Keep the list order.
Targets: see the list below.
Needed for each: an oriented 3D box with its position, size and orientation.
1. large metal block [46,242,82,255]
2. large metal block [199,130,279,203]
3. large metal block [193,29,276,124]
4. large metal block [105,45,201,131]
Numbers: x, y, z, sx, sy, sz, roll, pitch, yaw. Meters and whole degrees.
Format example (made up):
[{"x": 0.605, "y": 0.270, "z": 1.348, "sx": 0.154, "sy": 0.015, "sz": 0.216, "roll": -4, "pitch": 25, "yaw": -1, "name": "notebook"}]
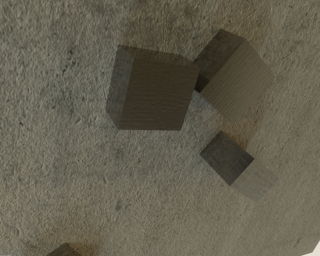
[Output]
[{"x": -0.146, "y": 0.228, "z": 0.452, "sx": 0.080, "sy": 0.050, "sz": 0.080, "roll": -33, "pitch": 129, "yaw": -7, "name": "large metal block"}, {"x": 0.120, "y": 0.059, "z": 0.473, "sx": 0.080, "sy": 0.080, "sz": 0.050, "roll": 34, "pitch": 99, "yaw": -39, "name": "large metal block"}, {"x": 0.087, "y": -0.065, "z": 0.398, "sx": 0.080, "sy": 0.050, "sz": 0.080, "roll": 35, "pitch": 99, "yaw": -39, "name": "large metal block"}, {"x": -0.010, "y": -0.044, "z": 0.357, "sx": 0.081, "sy": 0.050, "sz": 0.079, "roll": 1, "pitch": 118, "yaw": -29, "name": "large metal block"}]
